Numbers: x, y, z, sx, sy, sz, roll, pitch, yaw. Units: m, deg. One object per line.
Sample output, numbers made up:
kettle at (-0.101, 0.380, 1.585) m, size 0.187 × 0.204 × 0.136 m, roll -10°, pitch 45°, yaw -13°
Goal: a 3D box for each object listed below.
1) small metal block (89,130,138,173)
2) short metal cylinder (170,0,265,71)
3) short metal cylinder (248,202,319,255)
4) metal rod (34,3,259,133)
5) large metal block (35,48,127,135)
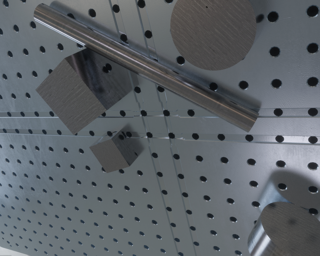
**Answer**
small metal block at (-0.071, 0.037, 0.471) m, size 0.050 × 0.025 × 0.050 m, roll -20°, pitch 108°, yaw 35°
short metal cylinder at (0.057, -0.102, 0.302) m, size 0.080 × 0.050 × 0.079 m, roll 13°, pitch 124°, yaw 21°
short metal cylinder at (0.155, 0.138, 0.379) m, size 0.080 × 0.080 × 0.050 m, roll 22°, pitch 127°, yaw 15°
metal rod at (-0.024, -0.077, 0.375) m, size 0.301 × 0.025 × 0.025 m, roll 29°, pitch 128°, yaw 9°
large metal block at (-0.107, -0.049, 0.421) m, size 0.080 × 0.050 × 0.080 m, roll -31°, pitch 102°, yaw 38°
